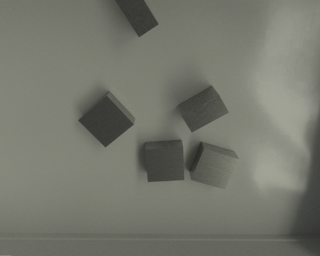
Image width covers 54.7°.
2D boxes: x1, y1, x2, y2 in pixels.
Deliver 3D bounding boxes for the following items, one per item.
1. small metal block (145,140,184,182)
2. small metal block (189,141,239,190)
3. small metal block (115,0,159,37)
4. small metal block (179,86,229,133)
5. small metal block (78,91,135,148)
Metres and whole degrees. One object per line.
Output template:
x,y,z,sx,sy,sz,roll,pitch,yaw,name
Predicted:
0.007,0.045,0.428,0.050,0.025,0.050,-3,110,0,small metal block
0.074,0.052,0.432,0.050,0.025,0.050,17,109,-7,small metal block
-0.026,-0.133,0.349,0.025,0.050,0.050,-31,108,10,small metal block
0.053,-0.025,0.390,0.050,0.050,0.025,-29,108,10,small metal block
-0.069,-0.011,0.406,0.050,0.025,0.050,-39,106,12,small metal block
